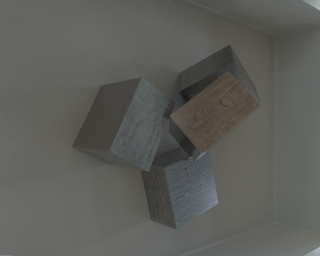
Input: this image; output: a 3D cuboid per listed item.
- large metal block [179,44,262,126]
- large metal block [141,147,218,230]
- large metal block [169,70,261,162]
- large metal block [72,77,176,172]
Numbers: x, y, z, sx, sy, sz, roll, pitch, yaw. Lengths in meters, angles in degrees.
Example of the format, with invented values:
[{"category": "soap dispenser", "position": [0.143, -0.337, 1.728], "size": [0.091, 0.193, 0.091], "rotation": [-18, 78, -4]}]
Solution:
[{"category": "large metal block", "position": [0.083, -0.054, 0.430], "size": [0.080, 0.080, 0.050], "rotation": [49, 28, -29]}, {"category": "large metal block", "position": [0.027, 0.075, 0.413], "size": [0.081, 0.050, 0.079], "rotation": [-18, 102, -39]}, {"category": "large metal block", "position": [0.058, -0.009, 0.358], "size": [0.080, 0.080, 0.050], "rotation": [-38, 79, -7]}, {"category": "large metal block", "position": [-0.040, -0.003, 0.337], "size": [0.050, 0.080, 0.080], "rotation": [34, 69, -35]}]
